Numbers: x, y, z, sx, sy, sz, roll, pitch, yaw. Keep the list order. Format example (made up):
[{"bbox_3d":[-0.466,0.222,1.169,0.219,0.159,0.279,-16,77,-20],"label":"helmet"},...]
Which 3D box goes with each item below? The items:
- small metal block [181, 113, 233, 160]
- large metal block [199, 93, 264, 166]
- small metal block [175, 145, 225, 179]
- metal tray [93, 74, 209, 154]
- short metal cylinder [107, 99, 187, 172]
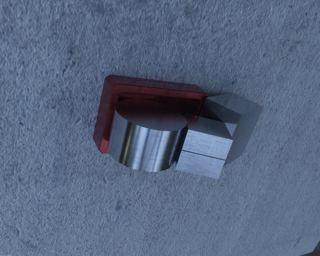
[{"bbox_3d":[0.051,0.009,0.358,0.050,0.050,0.025,13,113,-6],"label":"small metal block"},{"bbox_3d":[0.090,0.001,0.423,0.081,0.050,0.079,-16,130,-52],"label":"large metal block"},{"bbox_3d":[0.045,0.031,0.368,0.050,0.050,0.025,13,113,-6],"label":"small metal block"},{"bbox_3d":[-0.011,-0.014,0.391,0.131,0.030,0.089,2,118,-30],"label":"metal tray"},{"bbox_3d":[-0.015,0.006,0.351,0.081,0.080,0.050,1,118,-29],"label":"short metal cylinder"}]
